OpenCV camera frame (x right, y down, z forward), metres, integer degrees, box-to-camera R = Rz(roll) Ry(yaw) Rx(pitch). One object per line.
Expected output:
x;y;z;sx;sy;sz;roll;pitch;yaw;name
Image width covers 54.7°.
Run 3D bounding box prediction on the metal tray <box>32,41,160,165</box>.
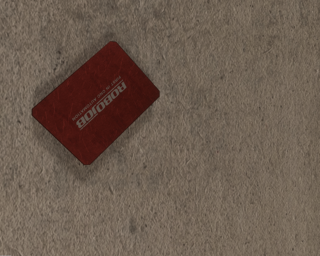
-0.075;-0.031;0.379;0.130;0.030;0.090;-46;105;-15;metal tray
